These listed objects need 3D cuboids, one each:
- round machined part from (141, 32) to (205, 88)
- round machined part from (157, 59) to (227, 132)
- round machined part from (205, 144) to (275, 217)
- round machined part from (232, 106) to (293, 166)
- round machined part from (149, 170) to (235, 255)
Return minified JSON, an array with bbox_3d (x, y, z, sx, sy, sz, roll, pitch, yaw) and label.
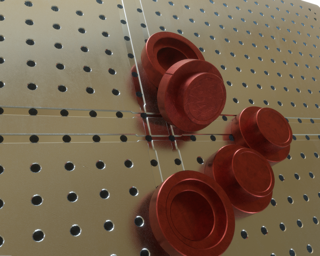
[{"bbox_3d":[0.017,-0.092,0.462,0.099,0.042,0.098,13,56,-21],"label":"round machined part"},{"bbox_3d":[0.049,-0.041,0.414,0.099,0.042,0.097,-9,109,-28],"label":"round machined part"},{"bbox_3d":[0.113,0.065,0.418,0.099,0.042,0.098,13,56,-21],"label":"round machined part"},{"bbox_3d":[0.164,0.007,0.480,0.099,0.042,0.098,13,56,-21],"label":"round machined part"},{"bbox_3d":[0.032,0.101,0.353,0.099,0.042,0.098,13,56,-21],"label":"round machined part"}]
